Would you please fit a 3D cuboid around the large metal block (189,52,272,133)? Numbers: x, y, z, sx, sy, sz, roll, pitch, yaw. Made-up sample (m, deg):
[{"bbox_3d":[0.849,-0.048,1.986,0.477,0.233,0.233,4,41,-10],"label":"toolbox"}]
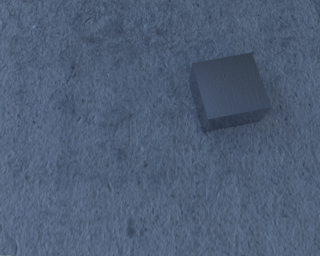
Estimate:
[{"bbox_3d":[0.089,-0.046,0.412,0.080,0.050,0.080,-11,70,-4],"label":"large metal block"}]
